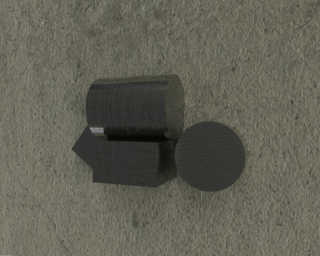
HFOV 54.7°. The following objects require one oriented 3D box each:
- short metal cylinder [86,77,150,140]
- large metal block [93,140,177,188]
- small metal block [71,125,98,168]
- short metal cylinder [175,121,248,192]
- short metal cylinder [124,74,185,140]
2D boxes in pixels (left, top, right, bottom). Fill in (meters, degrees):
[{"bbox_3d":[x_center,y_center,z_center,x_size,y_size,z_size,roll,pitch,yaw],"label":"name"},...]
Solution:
[{"bbox_3d":[-0.051,-0.025,0.400,0.050,0.080,0.079,1,90,20],"label":"short metal cylinder"},{"bbox_3d":[-0.028,0.040,0.391,0.080,0.080,0.050,1,91,20],"label":"large metal block"},{"bbox_3d":[-0.089,0.026,0.442,0.050,0.025,0.050,39,102,15],"label":"small metal block"},{"bbox_3d":[0.064,0.032,0.374,0.080,0.050,0.079,0,90,20],"label":"short metal cylinder"},{"bbox_3d":[-0.004,-0.025,0.383,0.050,0.080,0.079,1,90,20],"label":"short metal cylinder"}]
